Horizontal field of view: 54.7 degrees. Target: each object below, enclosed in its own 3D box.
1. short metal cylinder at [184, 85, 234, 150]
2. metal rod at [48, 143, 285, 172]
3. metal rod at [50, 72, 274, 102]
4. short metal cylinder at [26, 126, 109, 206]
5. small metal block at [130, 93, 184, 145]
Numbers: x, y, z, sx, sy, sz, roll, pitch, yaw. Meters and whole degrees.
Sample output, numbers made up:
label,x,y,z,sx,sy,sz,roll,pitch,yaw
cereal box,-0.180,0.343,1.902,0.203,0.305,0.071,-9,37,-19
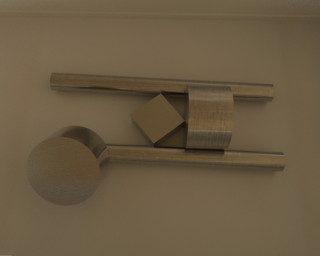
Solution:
label,x,y,z,sx,sy,sz,roll,pitch,yaw
short metal cylinder,0.057,-0.014,0.385,0.050,0.080,0.080,2,70,0
metal rod,0.004,0.035,0.395,0.302,0.025,0.025,3,70,0
metal rod,0.003,-0.056,0.428,0.302,0.025,0.025,3,70,0
short metal cylinder,-0.104,0.042,0.360,0.081,0.050,0.079,0,104,1
small metal block,-0.003,-0.009,0.411,0.050,0.025,0.050,-36,74,-13
